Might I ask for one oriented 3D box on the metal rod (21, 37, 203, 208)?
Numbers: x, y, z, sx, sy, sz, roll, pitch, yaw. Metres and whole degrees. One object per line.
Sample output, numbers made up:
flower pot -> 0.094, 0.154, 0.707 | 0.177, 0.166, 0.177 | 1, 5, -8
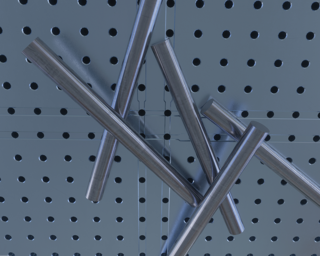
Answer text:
metal rod -> -0.043, 0.009, 0.391 | 0.025, 0.025, 0.300 | -39, 115, 13

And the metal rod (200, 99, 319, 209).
metal rod -> 0.178, 0.060, 0.437 | 0.301, 0.025, 0.025 | 37, 106, -13

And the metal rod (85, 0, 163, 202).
metal rod -> -0.049, -0.034, 0.400 | 0.025, 0.025, 0.298 | 17, 109, -7

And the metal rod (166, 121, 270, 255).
metal rod -> 0.062, 0.119, 0.436 | 0.025, 0.025, 0.298 | 21, 117, -8

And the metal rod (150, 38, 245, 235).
metal rod -> 0.058, 0.025, 0.423 | 0.025, 0.025, 0.299 | -22, 109, 7
